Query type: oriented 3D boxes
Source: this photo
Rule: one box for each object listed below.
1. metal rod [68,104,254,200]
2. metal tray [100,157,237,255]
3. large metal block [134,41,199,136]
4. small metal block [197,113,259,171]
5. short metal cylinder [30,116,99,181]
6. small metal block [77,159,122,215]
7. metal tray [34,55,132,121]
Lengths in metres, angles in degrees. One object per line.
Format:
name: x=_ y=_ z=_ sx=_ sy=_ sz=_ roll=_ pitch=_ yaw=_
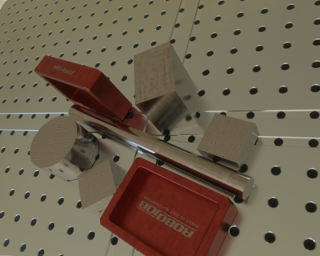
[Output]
metal rod: x=-0.022 y=0.018 z=0.408 sx=0.300 sy=0.025 sz=0.025 roll=21 pitch=73 yaw=36
metal tray: x=0.006 y=0.096 z=0.342 sx=0.130 sy=0.030 sz=0.090 roll=20 pitch=72 yaw=35
large metal block: x=0.008 y=-0.048 z=0.400 sx=0.050 sy=0.080 sz=0.080 roll=-17 pitch=55 yaw=19
small metal block: x=0.079 y=0.015 z=0.357 sx=0.050 sy=0.025 sz=0.050 roll=19 pitch=71 yaw=35
short metal cylinder: x=-0.137 y=0.029 z=0.445 sx=0.080 sy=0.050 sz=0.080 roll=-13 pitch=56 yaw=21
small metal block: x=-0.076 y=0.076 z=0.402 sx=0.050 sy=0.025 sz=0.050 roll=-28 pitch=52 yaw=10
metal tray: x=-0.114 y=-0.060 z=0.462 sx=0.130 sy=0.090 sz=0.030 roll=20 pitch=73 yaw=35
